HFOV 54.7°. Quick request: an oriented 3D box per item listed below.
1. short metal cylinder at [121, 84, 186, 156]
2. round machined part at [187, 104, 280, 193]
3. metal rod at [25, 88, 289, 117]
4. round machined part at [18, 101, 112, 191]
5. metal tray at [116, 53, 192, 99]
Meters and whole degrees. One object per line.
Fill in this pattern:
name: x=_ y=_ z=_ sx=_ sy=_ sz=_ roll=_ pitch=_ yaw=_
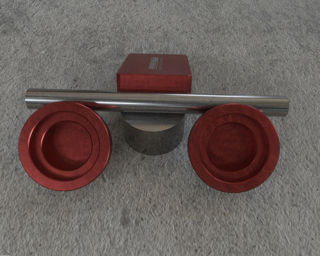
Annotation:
short metal cylinder: x=-0.008 y=-0.011 z=0.398 sx=0.081 sy=0.050 sz=0.080 roll=0 pitch=50 yaw=0
round machined part: x=0.080 y=0.021 z=0.354 sx=0.099 sy=0.042 sz=0.097 roll=0 pitch=93 yaw=0
metal rod: x=-0.004 y=-0.030 z=0.366 sx=0.302 sy=0.025 sz=0.025 roll=2 pitch=50 yaw=1
round machined part: x=-0.104 y=0.020 z=0.355 sx=0.099 sy=0.042 sz=0.097 roll=0 pitch=88 yaw=-1
metal tray: x=-0.005 y=-0.076 z=0.430 sx=0.091 sy=0.030 sz=0.130 roll=2 pitch=24 yaw=1
